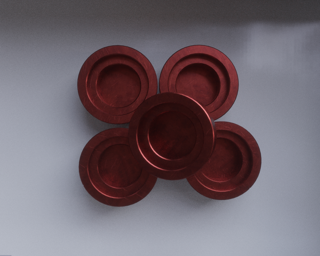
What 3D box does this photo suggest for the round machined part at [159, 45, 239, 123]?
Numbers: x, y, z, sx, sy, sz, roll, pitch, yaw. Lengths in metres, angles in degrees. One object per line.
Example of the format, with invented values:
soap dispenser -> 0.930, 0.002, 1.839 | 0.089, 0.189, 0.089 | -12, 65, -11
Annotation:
round machined part -> 0.048, -0.054, 0.402 | 0.099, 0.042, 0.097 | 0, 90, -1

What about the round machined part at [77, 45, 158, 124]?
round machined part -> -0.052, -0.053, 0.400 | 0.099, 0.042, 0.097 | 0, 90, -1

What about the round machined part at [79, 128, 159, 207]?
round machined part -> -0.051, 0.048, 0.401 | 0.099, 0.042, 0.097 | 0, 90, -1

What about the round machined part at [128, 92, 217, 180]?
round machined part -> 0.016, 0.008, 0.359 | 0.098, 0.042, 0.097 | 2, 95, 18

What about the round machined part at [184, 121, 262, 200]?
round machined part -> 0.076, 0.040, 0.402 | 0.099, 0.042, 0.097 | 0, 90, -1
